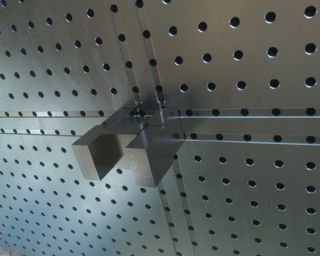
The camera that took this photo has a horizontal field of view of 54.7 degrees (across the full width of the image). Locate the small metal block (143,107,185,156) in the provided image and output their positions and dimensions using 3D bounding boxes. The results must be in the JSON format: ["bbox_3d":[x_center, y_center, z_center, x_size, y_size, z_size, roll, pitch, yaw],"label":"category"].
[{"bbox_3d":[0.006,0.007,0.394,0.025,0.050,0.050,-1,118,28],"label":"small metal block"}]

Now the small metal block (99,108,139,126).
[{"bbox_3d":[-0.052,0.007,0.424,0.025,0.050,0.050,1,119,27],"label":"small metal block"}]

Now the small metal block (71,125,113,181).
[{"bbox_3d":[-0.077,0.030,0.387,0.025,0.050,0.050,1,118,28],"label":"small metal block"}]

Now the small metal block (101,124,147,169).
[{"bbox_3d":[-0.038,0.023,0.380,0.050,0.025,0.050,1,119,27],"label":"small metal block"}]

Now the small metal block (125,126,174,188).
[{"bbox_3d":[-0.010,0.031,0.352,0.025,0.050,0.050,1,118,28],"label":"small metal block"}]
